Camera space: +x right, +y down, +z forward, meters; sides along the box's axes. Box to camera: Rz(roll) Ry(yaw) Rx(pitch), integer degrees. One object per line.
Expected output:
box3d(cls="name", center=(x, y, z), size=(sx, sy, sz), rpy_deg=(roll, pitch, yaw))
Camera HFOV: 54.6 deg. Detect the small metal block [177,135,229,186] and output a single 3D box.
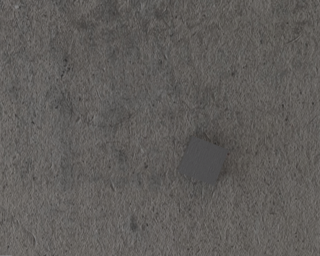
box3d(cls="small metal block", center=(0.056, 0.042, 0.410), size=(0.050, 0.025, 0.050), rpy_deg=(22, 90, 0))
